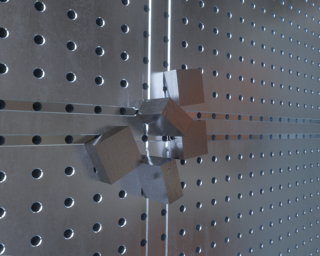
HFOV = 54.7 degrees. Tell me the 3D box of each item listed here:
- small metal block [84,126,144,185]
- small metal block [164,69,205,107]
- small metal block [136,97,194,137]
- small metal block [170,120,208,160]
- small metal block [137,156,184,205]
[{"bbox_3d":[-0.053,0.031,0.366,0.050,0.025,0.050,-32,110,-36],"label":"small metal block"},{"bbox_3d":[0.035,-0.057,0.441,0.050,0.025,0.050,-11,97,-40],"label":"small metal block"},{"bbox_3d":[0.006,-0.013,0.400,0.050,0.050,0.025,41,65,-33],"label":"small metal block"},{"bbox_3d":[0.041,0.016,0.446,0.050,0.025,0.050,-9,96,-40],"label":"small metal block"},{"bbox_3d":[-0.001,0.065,0.394,0.025,0.050,0.050,-22,104,-38],"label":"small metal block"}]
